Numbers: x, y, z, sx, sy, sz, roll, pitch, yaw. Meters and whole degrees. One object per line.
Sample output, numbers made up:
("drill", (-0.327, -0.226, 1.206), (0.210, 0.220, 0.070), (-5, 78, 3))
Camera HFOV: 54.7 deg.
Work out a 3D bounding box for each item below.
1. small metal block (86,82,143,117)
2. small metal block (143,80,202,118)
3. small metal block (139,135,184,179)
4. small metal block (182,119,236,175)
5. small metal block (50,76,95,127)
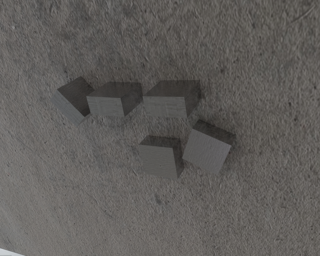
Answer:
("small metal block", (-0.056, -0.038, 0.397), (0.050, 0.050, 0.025), (6, 121, 25))
("small metal block", (0.016, -0.035, 0.361), (0.050, 0.050, 0.025), (4, 120, 26))
("small metal block", (0.003, 0.040, 0.430), (0.050, 0.025, 0.050), (4, 121, 26))
("small metal block", (0.061, 0.024, 0.390), (0.050, 0.025, 0.050), (24, 127, 13))
("small metal block", (-0.112, -0.038, 0.427), (0.050, 0.050, 0.025), (46, 129, -4))
